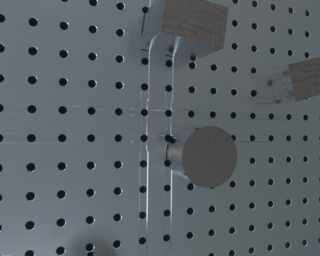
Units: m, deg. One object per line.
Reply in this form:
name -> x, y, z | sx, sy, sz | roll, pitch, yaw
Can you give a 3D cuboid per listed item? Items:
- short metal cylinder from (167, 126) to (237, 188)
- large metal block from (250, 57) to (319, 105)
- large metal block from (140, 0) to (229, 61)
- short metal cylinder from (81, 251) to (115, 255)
short metal cylinder -> 0.056, 0.037, 0.420 | 0.081, 0.050, 0.080 | 0, 90, -20
large metal block -> 0.195, -0.069, 0.455 | 0.081, 0.080, 0.050 | -16, 96, -19
large metal block -> 0.028, -0.125, 0.393 | 0.081, 0.080, 0.050 | 9, 87, -20
short metal cylinder -> -0.075, 0.197, 0.372 | 0.081, 0.050, 0.080 | 0, 90, -20
